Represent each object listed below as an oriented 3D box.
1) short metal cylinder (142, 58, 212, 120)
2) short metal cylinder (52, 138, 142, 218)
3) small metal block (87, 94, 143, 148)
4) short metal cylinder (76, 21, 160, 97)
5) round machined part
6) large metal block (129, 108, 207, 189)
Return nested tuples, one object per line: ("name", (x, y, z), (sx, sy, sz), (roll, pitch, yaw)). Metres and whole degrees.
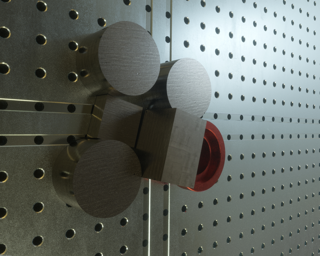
("short metal cylinder", (0.023, -0.049, 0.411), (0.081, 0.050, 0.080), (0, 90, -40))
("short metal cylinder", (-0.067, 0.052, 0.336), (0.081, 0.050, 0.080), (0, 90, -40))
("small metal block", (-0.052, -0.007, 0.365), (0.050, 0.025, 0.050), (19, 78, -38))
("short metal cylinder", (-0.047, -0.075, 0.353), (0.081, 0.050, 0.080), (0, 90, -40))
("round machined part", (0.044, 0.037, 0.435), (0.099, 0.042, 0.097), (0, 90, -40))
("large metal block", (0.002, 0.023, 0.371), (0.050, 0.080, 0.080), (20, 77, -38))
